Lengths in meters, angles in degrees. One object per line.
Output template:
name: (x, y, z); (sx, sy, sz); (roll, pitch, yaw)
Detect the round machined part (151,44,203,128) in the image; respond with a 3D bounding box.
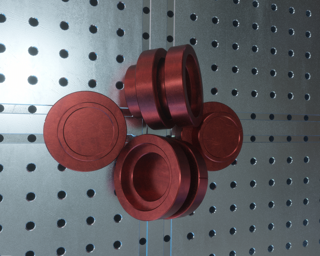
round machined part: (0.021, -0.048, 0.374); (0.042, 0.098, 0.097); (-5, 92, 20)

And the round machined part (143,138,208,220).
round machined part: (0.018, 0.063, 0.390); (0.042, 0.098, 0.098); (14, 85, -51)

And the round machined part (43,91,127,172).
round machined part: (-0.087, 0.004, 0.371); (0.099, 0.042, 0.097); (0, 90, -20)

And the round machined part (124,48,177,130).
round machined part: (-0.011, -0.046, 0.382); (0.042, 0.098, 0.097); (-5, 92, 20)

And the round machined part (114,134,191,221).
round machined part: (-0.005, 0.058, 0.367); (0.042, 0.098, 0.098); (13, 85, -52)

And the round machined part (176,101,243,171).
round machined part: (0.075, 0.012, 0.431); (0.099, 0.042, 0.097); (0, 90, -20)
